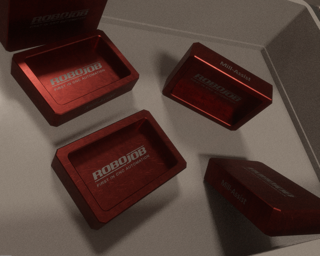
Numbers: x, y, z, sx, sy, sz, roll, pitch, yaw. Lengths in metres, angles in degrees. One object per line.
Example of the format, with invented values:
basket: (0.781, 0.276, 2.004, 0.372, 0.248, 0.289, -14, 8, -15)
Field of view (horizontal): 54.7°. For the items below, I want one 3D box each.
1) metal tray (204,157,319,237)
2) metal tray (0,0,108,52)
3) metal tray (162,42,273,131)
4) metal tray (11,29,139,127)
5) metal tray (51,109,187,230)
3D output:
metal tray: (0.124, 0.077, 0.372, 0.091, 0.030, 0.130, 7, 15, -25)
metal tray: (-0.131, -0.147, 0.384, 0.131, 0.090, 0.030, -27, 77, -37)
metal tray: (0.080, -0.054, 0.442, 0.131, 0.090, 0.030, 27, 52, -12)
metal tray: (-0.102, -0.068, 0.389, 0.131, 0.030, 0.090, -33, 81, -38)
metal tray: (-0.042, 0.041, 0.355, 0.131, 0.030, 0.090, -28, 78, -38)
